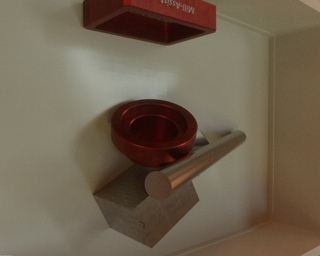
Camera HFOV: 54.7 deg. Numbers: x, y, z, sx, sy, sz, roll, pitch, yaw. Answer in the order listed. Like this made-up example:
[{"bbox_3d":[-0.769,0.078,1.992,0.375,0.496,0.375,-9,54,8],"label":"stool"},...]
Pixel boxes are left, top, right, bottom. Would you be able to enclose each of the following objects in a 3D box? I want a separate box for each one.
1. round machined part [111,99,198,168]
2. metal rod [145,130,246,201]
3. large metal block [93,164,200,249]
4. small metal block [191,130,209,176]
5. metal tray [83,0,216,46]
[{"bbox_3d":[-0.008,0.009,0.364,0.099,0.098,0.042,-27,137,-37],"label":"round machined part"},{"bbox_3d":[0.066,0.032,0.390,0.302,0.025,0.025,-13,100,-63],"label":"metal rod"},{"bbox_3d":[-0.016,0.081,0.359,0.081,0.080,0.050,-35,113,-35],"label":"large metal block"},{"bbox_3d":[0.045,0.034,0.447,0.050,0.025,0.050,47,62,-30],"label":"small metal block"},{"bbox_3d":[-0.010,-0.128,0.357,0.131,0.090,0.030,-1,91,-40],"label":"metal tray"}]
